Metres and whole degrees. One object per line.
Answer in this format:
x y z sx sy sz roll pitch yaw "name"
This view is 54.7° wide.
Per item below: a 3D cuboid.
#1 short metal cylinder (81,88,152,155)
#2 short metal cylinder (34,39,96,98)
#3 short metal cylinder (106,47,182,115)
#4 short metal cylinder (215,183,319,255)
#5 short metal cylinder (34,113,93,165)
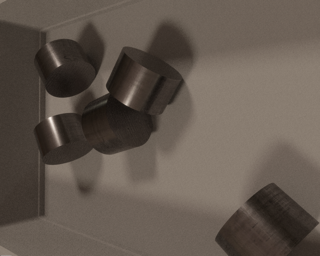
-0.056 -0.008 0.415 0.050 0.081 0.080 -19 78 38 "short metal cylinder"
-0.151 -0.094 0.492 0.080 0.081 0.050 -47 63 30 "short metal cylinder"
-0.020 -0.059 0.385 0.080 0.081 0.050 43 116 31 "short metal cylinder"
0.099 0.098 0.289 0.050 0.081 0.080 45 117 30 "short metal cylinder"
-0.153 0.018 0.494 0.080 0.081 0.050 -38 67 33 "short metal cylinder"
